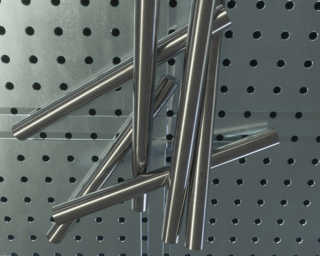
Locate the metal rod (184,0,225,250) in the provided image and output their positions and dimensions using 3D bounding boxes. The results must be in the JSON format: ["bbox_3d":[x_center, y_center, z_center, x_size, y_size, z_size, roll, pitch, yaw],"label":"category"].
[{"bbox_3d":[0.053,0.000,0.375,0.025,0.025,0.298,4,96,-2],"label":"metal rod"}]

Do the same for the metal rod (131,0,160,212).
[{"bbox_3d":[-0.021,-0.010,0.375,0.025,0.025,0.298,3,123,-1],"label":"metal rod"}]

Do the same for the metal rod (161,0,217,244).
[{"bbox_3d":[0.029,0.004,0.355,0.025,0.025,0.298,6,110,-2],"label":"metal rod"}]

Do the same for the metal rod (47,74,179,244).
[{"bbox_3d":[-0.073,0.053,0.432,0.025,0.025,0.299,34,106,-12],"label":"metal rod"}]

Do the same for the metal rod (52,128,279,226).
[{"bbox_3d":[0.013,0.060,0.402,0.302,0.025,0.025,-19,110,-7],"label":"metal rod"}]

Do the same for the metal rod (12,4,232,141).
[{"bbox_3d":[-0.058,-0.058,0.374,0.300,0.025,0.025,-26,108,16],"label":"metal rod"}]
